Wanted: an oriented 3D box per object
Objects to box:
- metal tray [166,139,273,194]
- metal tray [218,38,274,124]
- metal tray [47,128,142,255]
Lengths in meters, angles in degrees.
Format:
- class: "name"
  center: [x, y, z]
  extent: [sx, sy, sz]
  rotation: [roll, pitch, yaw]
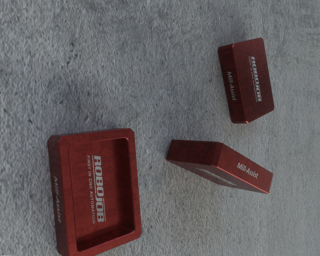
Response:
- class: "metal tray"
  center: [0.084, 0.054, 0.432]
  extent: [0.131, 0.090, 0.030]
  rotation: [29, 72, -36]
- class: "metal tray"
  center: [0.149, -0.081, 0.525]
  extent: [0.091, 0.030, 0.129]
  rotation: [-22, 104, -38]
- class: "metal tray"
  center: [-0.069, 0.068, 0.343]
  extent: [0.091, 0.030, 0.129]
  rotation: [-7, 95, -40]
